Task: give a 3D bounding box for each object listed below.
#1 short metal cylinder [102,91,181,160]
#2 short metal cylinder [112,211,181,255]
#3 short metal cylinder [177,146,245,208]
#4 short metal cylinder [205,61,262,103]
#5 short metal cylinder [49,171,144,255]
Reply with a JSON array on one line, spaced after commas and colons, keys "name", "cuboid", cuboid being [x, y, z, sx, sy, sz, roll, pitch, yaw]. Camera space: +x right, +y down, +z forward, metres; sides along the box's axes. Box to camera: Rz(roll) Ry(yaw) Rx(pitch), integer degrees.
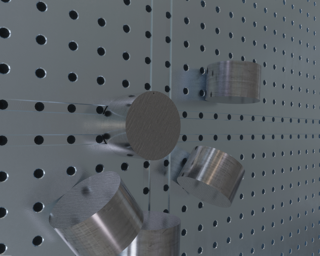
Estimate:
[{"name": "short metal cylinder", "cuboid": [-0.022, -0.003, 0.374, 0.081, 0.050, 0.080, 0, 90, -40]}, {"name": "short metal cylinder", "cuboid": [-0.017, 0.131, 0.359, 0.081, 0.080, 0.050, 3, 88, -40]}, {"name": "short metal cylinder", "cuboid": [0.071, 0.068, 0.433, 0.080, 0.080, 0.050, 46, 63, -31]}, {"name": "short metal cylinder", "cuboid": [0.110, -0.066, 0.465, 0.081, 0.080, 0.050, 6, 87, -40]}, {"name": "short metal cylinder", "cuboid": [-0.064, 0.090, 0.319, 0.080, 0.080, 0.050, -42, 116, -32]}]
